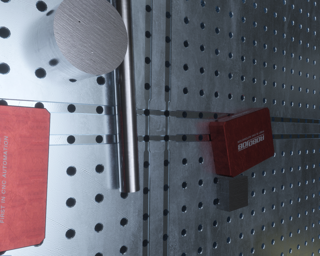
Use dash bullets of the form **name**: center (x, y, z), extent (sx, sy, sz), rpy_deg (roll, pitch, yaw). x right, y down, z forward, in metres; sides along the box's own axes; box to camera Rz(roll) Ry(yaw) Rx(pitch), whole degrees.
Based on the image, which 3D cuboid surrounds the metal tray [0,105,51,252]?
- **metal tray**: center (-0.151, 0.044, 0.279), extent (0.091, 0.030, 0.129), rpy_deg (3, 88, -40)

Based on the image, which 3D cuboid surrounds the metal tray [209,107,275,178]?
- **metal tray**: center (0.143, 0.020, 0.525), extent (0.131, 0.030, 0.089), rpy_deg (-17, 101, -39)

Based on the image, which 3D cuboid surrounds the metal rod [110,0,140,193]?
- **metal rod**: center (-0.043, -0.073, 0.372), extent (0.025, 0.025, 0.298), rpy_deg (-4, 93, -40)

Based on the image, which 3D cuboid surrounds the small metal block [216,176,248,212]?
- **small metal block**: center (0.119, 0.105, 0.509), extent (0.050, 0.025, 0.050), rpy_deg (-2, 92, -40)

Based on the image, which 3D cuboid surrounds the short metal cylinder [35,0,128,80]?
- **short metal cylinder**: center (-0.081, -0.093, 0.324), extent (0.081, 0.050, 0.080), rpy_deg (0, 90, -40)
